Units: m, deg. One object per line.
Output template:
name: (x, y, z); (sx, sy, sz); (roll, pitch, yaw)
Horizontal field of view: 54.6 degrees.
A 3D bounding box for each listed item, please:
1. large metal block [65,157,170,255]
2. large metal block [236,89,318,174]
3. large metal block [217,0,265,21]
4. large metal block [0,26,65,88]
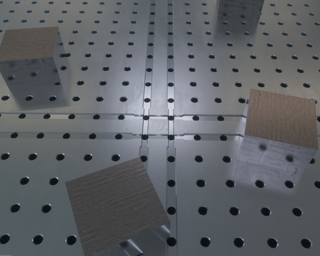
large metal block: (-0.043, 0.087, 0.318); (0.081, 0.050, 0.080); (-18, 52, -15)
large metal block: (0.146, 0.002, 0.391); (0.080, 0.050, 0.080); (12, 51, 10)
large metal block: (0.156, -0.258, 0.609); (0.080, 0.050, 0.080); (5, 50, 4)
large metal block: (-0.198, -0.112, 0.485); (0.080, 0.050, 0.080); (-5, 50, -5)
